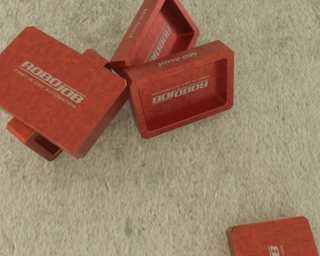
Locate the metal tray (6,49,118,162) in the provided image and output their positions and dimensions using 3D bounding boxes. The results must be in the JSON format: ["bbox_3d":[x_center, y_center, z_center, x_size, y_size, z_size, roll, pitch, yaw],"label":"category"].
[{"bbox_3d":[-0.111,-0.025,0.381,0.030,0.090,0.130,38,74,12],"label":"metal tray"}]

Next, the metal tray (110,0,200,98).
[{"bbox_3d":[-0.001,-0.108,0.413,0.030,0.090,0.130,6,64,42],"label":"metal tray"}]

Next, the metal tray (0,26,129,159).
[{"bbox_3d":[-0.110,-0.039,0.322,0.130,0.030,0.090,31,73,10],"label":"metal tray"}]

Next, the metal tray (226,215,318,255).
[{"bbox_3d":[0.133,0.171,0.345,0.091,0.030,0.129,-8,70,-3],"label":"metal tray"}]

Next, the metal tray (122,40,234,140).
[{"bbox_3d":[0.027,-0.046,0.386,0.131,0.089,0.030,-20,42,-10],"label":"metal tray"}]
